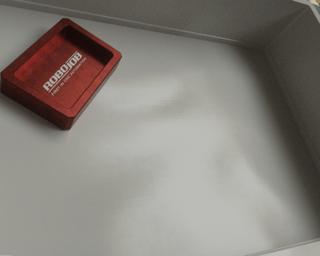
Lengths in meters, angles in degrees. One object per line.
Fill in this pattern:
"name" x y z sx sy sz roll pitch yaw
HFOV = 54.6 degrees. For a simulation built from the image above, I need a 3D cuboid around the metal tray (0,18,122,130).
"metal tray" -0.116 -0.071 0.382 0.090 0.030 0.130 32 52 -7
